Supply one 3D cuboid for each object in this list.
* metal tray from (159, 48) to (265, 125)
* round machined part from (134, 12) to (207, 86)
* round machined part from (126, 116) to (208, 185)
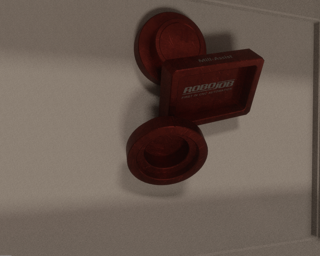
[{"bbox_3d":[0.066,-0.050,0.408,0.131,0.030,0.089,-12,131,-20],"label":"metal tray"},{"bbox_3d":[0.019,-0.105,0.409,0.099,0.042,0.097,0,90,-21],"label":"round machined part"},{"bbox_3d":[0.007,0.023,0.388,0.099,0.042,0.097,-6,129,-7],"label":"round machined part"}]
